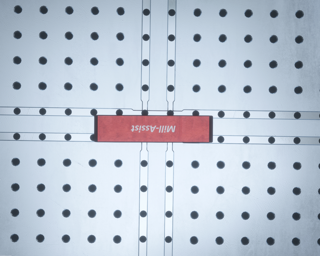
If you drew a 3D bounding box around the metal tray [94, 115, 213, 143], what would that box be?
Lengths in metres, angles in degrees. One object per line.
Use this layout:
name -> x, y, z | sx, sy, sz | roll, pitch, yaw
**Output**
metal tray -> -0.007, 0.001, 0.380 | 0.131, 0.090, 0.030 | 0, 90, 0
